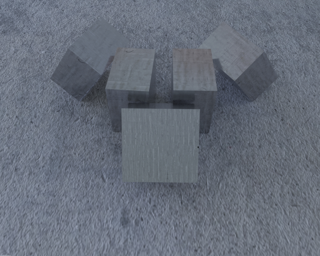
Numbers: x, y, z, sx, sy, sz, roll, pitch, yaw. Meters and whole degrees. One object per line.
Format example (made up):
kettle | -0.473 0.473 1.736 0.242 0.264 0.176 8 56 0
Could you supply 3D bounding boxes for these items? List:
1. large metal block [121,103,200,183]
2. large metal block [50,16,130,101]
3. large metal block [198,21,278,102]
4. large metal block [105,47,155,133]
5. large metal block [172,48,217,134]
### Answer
large metal block | 0.001 0.014 0.349 0.081 0.079 0.050 1 11 0
large metal block | -0.099 -0.096 0.437 0.050 0.080 0.080 40 52 -15
large metal block | 0.111 -0.092 0.440 0.050 0.080 0.080 -46 56 11
large metal block | -0.034 -0.048 0.409 0.050 0.080 0.080 4 50 3
large metal block | 0.041 -0.048 0.410 0.050 0.080 0.080 1 50 0
